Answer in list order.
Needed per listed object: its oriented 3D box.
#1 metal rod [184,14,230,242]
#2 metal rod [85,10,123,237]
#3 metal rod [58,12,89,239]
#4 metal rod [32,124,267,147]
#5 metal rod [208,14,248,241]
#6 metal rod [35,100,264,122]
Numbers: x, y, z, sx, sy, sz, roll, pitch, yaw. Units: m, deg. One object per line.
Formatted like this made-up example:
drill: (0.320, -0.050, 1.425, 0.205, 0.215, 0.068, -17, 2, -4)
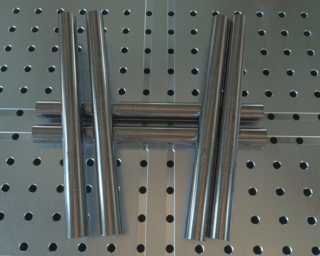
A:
metal rod: (0.063, -0.015, 0.392, 0.025, 0.025, 0.299, 9, 70, 3)
metal rod: (-0.074, -0.021, 0.393, 0.025, 0.025, 0.299, -7, 70, -3)
metal rod: (-0.112, -0.018, 0.392, 0.025, 0.025, 0.299, -8, 70, -3)
metal rod: (-0.013, 0.010, 0.409, 0.302, 0.025, 0.025, 1, 70, 0)
metal rod: (0.089, -0.016, 0.392, 0.025, 0.025, 0.299, 9, 70, 3)
metal rod: (-0.014, -0.023, 0.421, 0.302, 0.025, 0.025, 1, 70, 0)
